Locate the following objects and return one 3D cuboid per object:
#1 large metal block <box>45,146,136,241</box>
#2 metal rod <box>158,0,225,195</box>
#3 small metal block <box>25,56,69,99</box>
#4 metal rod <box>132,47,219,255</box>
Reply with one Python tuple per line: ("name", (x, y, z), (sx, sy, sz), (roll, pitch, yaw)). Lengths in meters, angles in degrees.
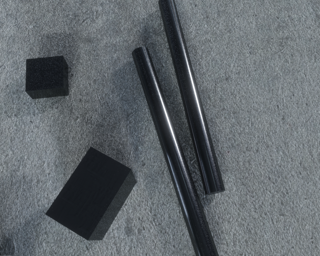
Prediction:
("large metal block", (-0.071, 0.077, 0.350), (0.050, 0.080, 0.080), (28, 72, 9))
("metal rod", (0.039, -0.058, 0.429), (0.025, 0.025, 0.299), (-10, 70, -4))
("small metal block", (-0.157, -0.070, 0.432), (0.050, 0.025, 0.050), (-6, 70, -3))
("metal rod", (0.015, 0.025, 0.399), (0.025, 0.025, 0.299), (-16, 71, -6))
